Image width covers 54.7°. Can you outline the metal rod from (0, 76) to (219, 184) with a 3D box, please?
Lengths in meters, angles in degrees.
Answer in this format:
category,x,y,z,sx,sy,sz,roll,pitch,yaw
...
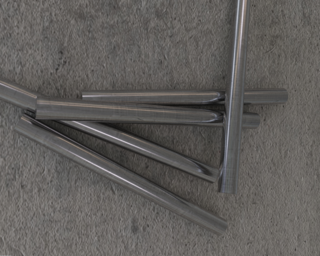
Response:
category,x,y,z,sx,sy,sz,roll,pitch,yaw
metal rod,-0.056,0.009,0.388,0.302,0.025,0.025,24,82,-19

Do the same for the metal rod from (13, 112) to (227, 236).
category,x,y,z,sx,sy,sz,roll,pitch,yaw
metal rod,-0.036,0.067,0.395,0.301,0.025,0.025,31,80,-18

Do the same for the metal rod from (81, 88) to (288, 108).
category,x,y,z,sx,sy,sz,roll,pitch,yaw
metal rod,0.047,-0.041,0.426,0.303,0.025,0.025,-3,91,-20

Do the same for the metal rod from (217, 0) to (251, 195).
category,x,y,z,sx,sy,sz,roll,pitch,yaw
metal rod,0.103,-0.062,0.421,0.025,0.025,0.299,12,77,-20

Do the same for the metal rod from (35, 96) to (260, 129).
category,x,y,z,sx,sy,sz,roll,pitch,yaw
metal rod,0.004,-0.016,0.395,0.302,0.025,0.025,2,89,-26
